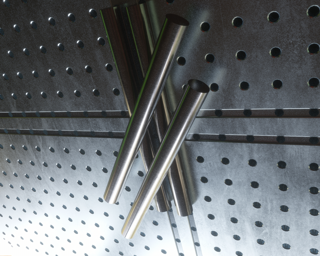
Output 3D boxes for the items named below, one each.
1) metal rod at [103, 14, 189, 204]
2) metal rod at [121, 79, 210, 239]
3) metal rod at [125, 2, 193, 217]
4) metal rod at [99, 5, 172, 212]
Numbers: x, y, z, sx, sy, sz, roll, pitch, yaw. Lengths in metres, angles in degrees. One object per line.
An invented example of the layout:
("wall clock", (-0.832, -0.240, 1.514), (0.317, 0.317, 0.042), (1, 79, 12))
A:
("metal rod", (-0.030, 0.001, 0.397), (0.025, 0.025, 0.298), (30, 128, 9))
("metal rod", (-0.005, 0.063, 0.421), (0.025, 0.025, 0.298), (30, 128, 9))
("metal rod", (0.005, -0.005, 0.406), (0.025, 0.025, 0.298), (1, 119, 28))
("metal rod", (-0.026, -0.008, 0.421), (0.025, 0.025, 0.298), (1, 119, 28))
